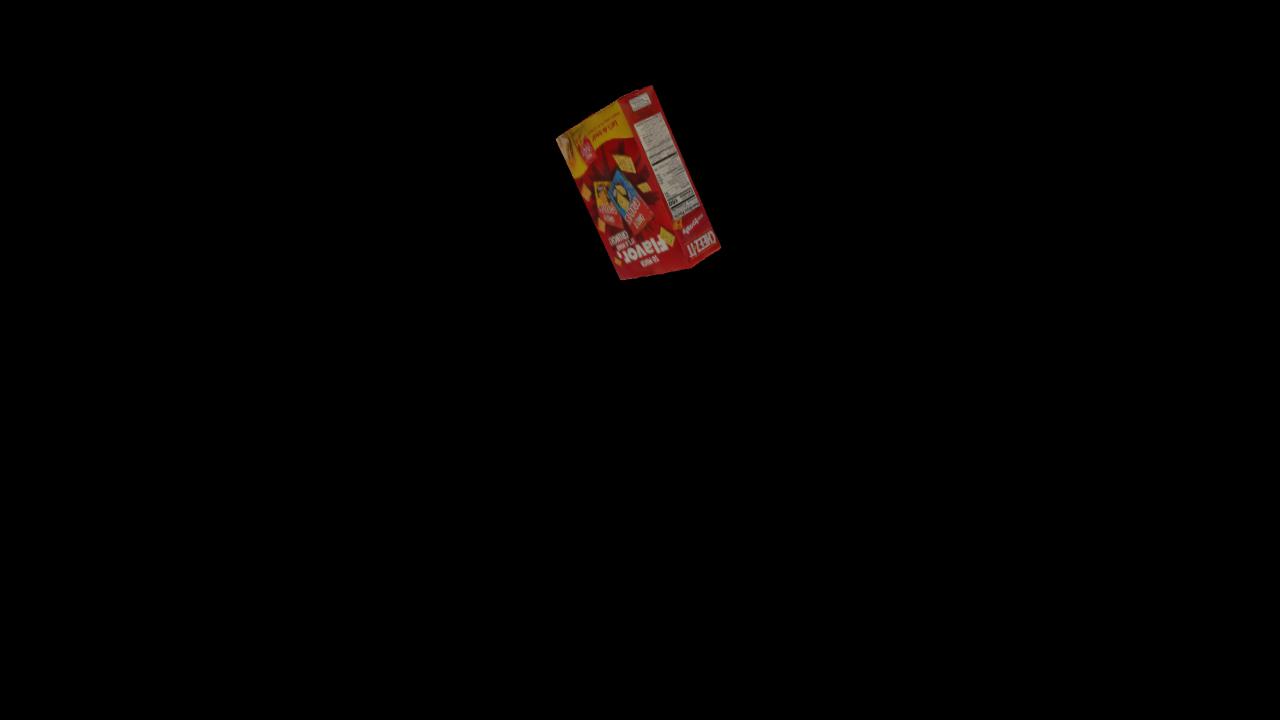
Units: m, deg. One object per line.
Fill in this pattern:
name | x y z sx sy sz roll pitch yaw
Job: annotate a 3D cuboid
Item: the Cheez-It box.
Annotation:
Cheez-It box | -0.005 -0.224 0.824 0.071 0.223 0.166 -35 19 -29
